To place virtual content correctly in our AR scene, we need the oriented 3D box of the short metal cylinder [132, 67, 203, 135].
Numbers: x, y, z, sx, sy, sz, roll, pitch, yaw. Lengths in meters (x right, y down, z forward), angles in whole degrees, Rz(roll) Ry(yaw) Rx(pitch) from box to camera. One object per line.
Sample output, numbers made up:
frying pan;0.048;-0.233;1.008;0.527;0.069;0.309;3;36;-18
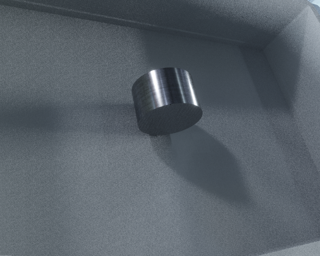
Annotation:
short metal cylinder;0.008;-0.031;0.389;0.081;0.080;0.050;2;61;-27
